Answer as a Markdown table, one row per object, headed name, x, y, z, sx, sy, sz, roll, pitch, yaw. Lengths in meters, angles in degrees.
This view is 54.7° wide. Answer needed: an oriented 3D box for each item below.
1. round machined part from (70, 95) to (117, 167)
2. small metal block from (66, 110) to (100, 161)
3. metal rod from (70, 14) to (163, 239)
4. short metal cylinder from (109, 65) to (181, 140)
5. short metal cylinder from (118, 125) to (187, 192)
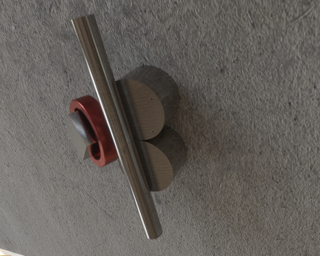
| name | x | y | z | sx | sy | sz | roll | pitch | yaw |
| --- | --- | --- | --- | --- | --- | --- | --- | --- | --- |
| round machined part | -0.081 | 0.001 | 0.424 | 0.098 | 0.042 | 0.097 | 40 | 143 | 39 |
| small metal block | -0.101 | 0.009 | 0.415 | 0.050 | 0.025 | 0.050 | 57 | 151 | 14 |
| metal rod | -0.044 | 0.017 | 0.378 | 0.025 | 0.025 | 0.298 | -1 | 118 | 29 |
| short metal cylinder | -0.021 | -0.032 | 0.384 | 0.080 | 0.050 | 0.079 | 13 | 124 | 21 |
| short metal cylinder | -0.010 | 0.039 | 0.421 | 0.080 | 0.050 | 0.079 | 13 | 123 | 21 |
